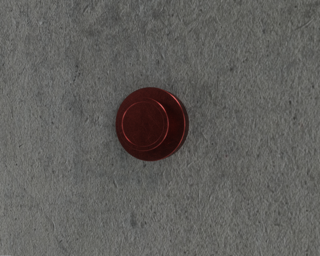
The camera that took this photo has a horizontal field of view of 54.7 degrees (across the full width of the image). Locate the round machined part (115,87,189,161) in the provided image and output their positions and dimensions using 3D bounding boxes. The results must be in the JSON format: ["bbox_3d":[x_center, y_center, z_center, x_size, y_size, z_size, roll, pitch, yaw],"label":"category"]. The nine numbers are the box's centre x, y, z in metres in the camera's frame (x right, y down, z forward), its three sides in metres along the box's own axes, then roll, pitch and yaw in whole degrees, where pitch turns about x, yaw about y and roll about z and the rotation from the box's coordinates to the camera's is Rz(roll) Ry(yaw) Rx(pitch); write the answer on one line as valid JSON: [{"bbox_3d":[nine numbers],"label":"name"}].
[{"bbox_3d":[-0.015,-0.005,0.405,0.098,0.042,0.097,0,90,19],"label":"round machined part"}]
